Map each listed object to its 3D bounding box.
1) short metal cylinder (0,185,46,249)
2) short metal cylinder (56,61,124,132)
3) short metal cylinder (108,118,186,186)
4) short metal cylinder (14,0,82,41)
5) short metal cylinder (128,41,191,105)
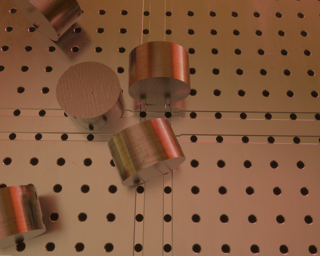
[{"bbox_3d":[-0.174,0.102,0.343,0.081,0.080,0.050,-19,72,-7],"label":"short metal cylinder"},{"bbox_3d":[-0.090,-0.041,0.412,0.081,0.050,0.080,0,70,-1],"label":"short metal cylinder"},{"bbox_3d":[-0.016,0.030,0.371,0.080,0.080,0.050,-21,72,-8],"label":"short metal cylinder"},{"bbox_3d":[-0.160,-0.173,0.444,0.080,0.080,0.050,36,74,12],"label":"short metal cylinder"},{"bbox_3d":[-0.001,-0.070,0.408,0.081,0.080,0.050,-1,70,-1],"label":"short metal cylinder"}]
